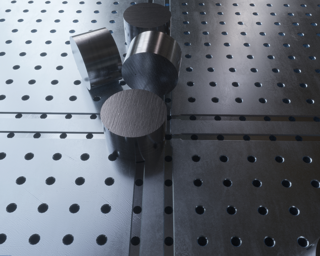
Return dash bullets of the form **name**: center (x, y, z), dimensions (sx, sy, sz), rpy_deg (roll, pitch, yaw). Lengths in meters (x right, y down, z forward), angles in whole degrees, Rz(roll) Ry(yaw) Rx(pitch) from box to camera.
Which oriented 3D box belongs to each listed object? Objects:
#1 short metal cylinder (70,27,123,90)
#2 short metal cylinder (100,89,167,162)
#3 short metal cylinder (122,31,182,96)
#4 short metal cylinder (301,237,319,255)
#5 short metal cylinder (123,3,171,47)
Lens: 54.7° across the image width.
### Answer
- **short metal cylinder**: center (-0.094, -0.102, 0.456), dimensions (0.050, 0.080, 0.080), rpy_deg (-22, 54, -18)
- **short metal cylinder**: center (-0.032, -0.004, 0.395), dimensions (0.081, 0.050, 0.080), rpy_deg (0, 50, 0)
- **short metal cylinder**: center (-0.011, -0.092, 0.449), dimensions (0.080, 0.080, 0.050), rpy_deg (6, 51, 5)
- **short metal cylinder**: center (0.173, 0.135, 0.280), dimensions (0.081, 0.050, 0.080), rpy_deg (0, 50, 0)
- **short metal cylinder**: center (-0.021, -0.174, 0.537), dimensions (0.081, 0.050, 0.080), rpy_deg (0, 50, 0)
